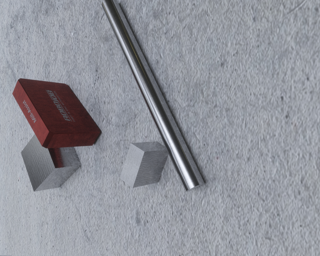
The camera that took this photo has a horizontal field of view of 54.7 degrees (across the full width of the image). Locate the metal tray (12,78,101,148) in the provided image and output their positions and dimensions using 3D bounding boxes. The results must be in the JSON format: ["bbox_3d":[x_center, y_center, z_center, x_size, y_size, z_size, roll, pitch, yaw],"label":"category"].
[{"bbox_3d":[-0.166,-0.025,0.495,0.130,0.091,0.030,49,119,28],"label":"metal tray"}]

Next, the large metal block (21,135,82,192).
[{"bbox_3d":[-0.193,0.054,0.544,0.080,0.050,0.080,-42,65,31],"label":"large metal block"}]

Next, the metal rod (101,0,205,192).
[{"bbox_3d":[-0.017,-0.058,0.416,0.025,0.025,0.299,-37,67,33],"label":"metal rod"}]

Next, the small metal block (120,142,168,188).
[{"bbox_3d":[-0.019,0.046,0.402,0.025,0.050,0.050,29,108,36],"label":"small metal block"}]
